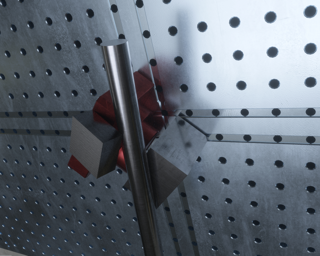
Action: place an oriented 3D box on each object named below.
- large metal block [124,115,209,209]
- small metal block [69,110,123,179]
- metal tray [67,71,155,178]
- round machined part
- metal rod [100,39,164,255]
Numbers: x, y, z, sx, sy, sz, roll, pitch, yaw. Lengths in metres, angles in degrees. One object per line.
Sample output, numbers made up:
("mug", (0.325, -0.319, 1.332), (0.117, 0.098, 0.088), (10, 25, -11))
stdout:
("large metal block", (0.009, 0.043, 0.392), (0.050, 0.080, 0.080), (37, 129, 3))
("small metal block", (-0.070, 0.017, 0.330), (0.050, 0.025, 0.050), (37, 130, 27))
("metal tray", (-0.064, -0.003, 0.399), (0.030, 0.090, 0.129), (37, 129, 3))
("round machined part", (-0.038, 0.019, 0.400), (0.042, 0.098, 0.097), (36, 129, 4))
("metal rod", (-0.024, 0.052, 0.351), (0.025, 0.025, 0.298), (6, 122, 24))
